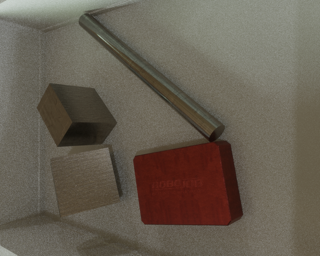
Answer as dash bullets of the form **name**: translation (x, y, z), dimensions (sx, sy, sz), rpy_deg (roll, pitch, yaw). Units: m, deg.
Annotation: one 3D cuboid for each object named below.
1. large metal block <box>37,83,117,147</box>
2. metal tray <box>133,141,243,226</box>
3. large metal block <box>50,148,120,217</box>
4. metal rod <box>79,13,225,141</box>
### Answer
- **large metal block**: translation (-0.126, -0.019, 0.472), dimensions (0.050, 0.081, 0.080), rpy_deg (-51, 60, 27)
- **metal tray**: translation (0.028, 0.070, 0.379), dimensions (0.130, 0.030, 0.090), rpy_deg (-14, 81, 38)
- **large metal block**: translation (-0.110, 0.079, 0.450), dimensions (0.050, 0.081, 0.080), rpy_deg (139, 119, -65)
- **metal rod**: translation (-0.028, -0.084, 0.427), dimensions (0.300, 0.025, 0.025), rpy_deg (44, 116, 30)
